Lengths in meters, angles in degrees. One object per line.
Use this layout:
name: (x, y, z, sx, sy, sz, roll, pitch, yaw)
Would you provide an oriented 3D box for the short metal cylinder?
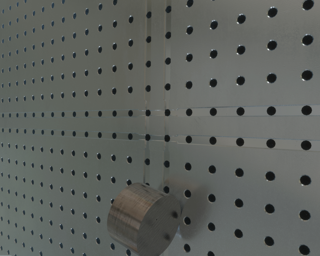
short metal cylinder: (-0.018, 0.114, 0.387, 0.050, 0.081, 0.079, 15, 100, 39)
